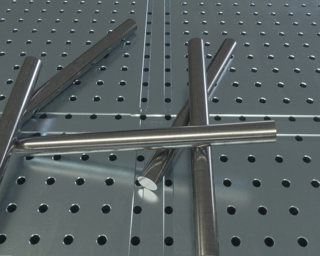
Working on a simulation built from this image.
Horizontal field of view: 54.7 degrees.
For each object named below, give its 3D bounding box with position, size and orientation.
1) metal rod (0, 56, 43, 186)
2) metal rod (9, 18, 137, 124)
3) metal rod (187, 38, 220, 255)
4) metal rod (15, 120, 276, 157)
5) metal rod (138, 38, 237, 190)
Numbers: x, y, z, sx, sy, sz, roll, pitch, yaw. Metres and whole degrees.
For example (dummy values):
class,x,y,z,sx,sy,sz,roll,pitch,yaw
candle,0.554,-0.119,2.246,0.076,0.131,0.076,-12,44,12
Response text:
class,x,y,z,sx,sy,sz,roll,pitch,yaw
metal rod,-0.186,0.032,0.357,0.025,0.025,0.300,2,56,1
metal rod,-0.131,-0.091,0.481,0.025,0.025,0.301,26,54,20
metal rod,0.050,0.000,0.383,0.025,0.025,0.300,1,57,1
metal rod,-0.025,0.014,0.360,0.301,0.025,0.025,-4,49,10
metal rod,0.052,-0.039,0.441,0.025,0.025,0.301,21,53,16
